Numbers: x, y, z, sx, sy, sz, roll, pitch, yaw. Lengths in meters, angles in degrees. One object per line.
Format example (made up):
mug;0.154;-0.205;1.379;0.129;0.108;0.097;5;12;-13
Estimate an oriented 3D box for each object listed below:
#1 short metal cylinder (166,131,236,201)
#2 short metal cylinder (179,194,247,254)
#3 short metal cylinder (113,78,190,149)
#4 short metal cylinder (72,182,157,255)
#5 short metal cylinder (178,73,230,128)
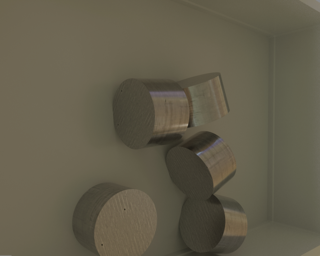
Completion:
short metal cylinder;0.055;0.050;0.419;0.050;0.080;0.080;-29;109;-37
short metal cylinder;0.074;0.134;0.436;0.050;0.080;0.080;22;76;-38
short metal cylinder;-0.012;-0.018;0.363;0.050;0.080;0.079;-7;95;-40
short metal cylinder;-0.050;0.105;0.350;0.081;0.050;0.079;0;90;-40
short metal cylinder;0.047;-0.038;0.412;0.081;0.080;0.050;-29;108;-37
